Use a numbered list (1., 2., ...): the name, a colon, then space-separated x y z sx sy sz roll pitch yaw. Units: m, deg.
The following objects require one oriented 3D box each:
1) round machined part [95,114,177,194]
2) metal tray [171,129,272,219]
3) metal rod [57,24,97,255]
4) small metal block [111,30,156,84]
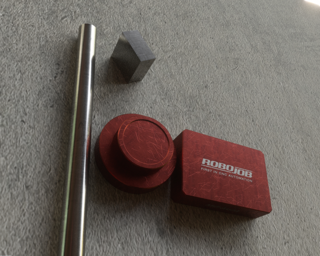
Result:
1. round machined part: -0.023 0.024 0.365 0.099 0.042 0.098 14 56 -21
2. metal tray: 0.080 0.061 0.406 0.131 0.030 0.090 16 55 -19
3. metal rod: -0.091 -0.006 0.358 0.025 0.025 0.299 10 57 -23
4. small metal block: -0.038 -0.098 0.427 0.025 0.050 0.050 -22 74 -36
